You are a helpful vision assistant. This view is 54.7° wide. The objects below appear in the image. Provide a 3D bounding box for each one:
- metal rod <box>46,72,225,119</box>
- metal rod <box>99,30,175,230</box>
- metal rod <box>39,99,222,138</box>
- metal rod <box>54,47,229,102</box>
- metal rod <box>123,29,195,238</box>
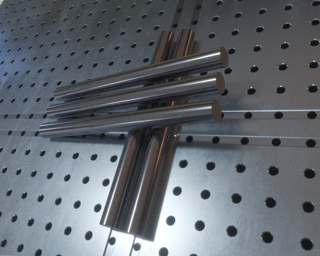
[{"bbox_3d":[-0.055,-0.039,0.433,0.300,0.025,0.025,-6,59,34],"label":"metal rod"},{"bbox_3d":[-0.024,-0.014,0.428,0.025,0.025,0.300,1,62,28],"label":"metal rod"},{"bbox_3d":[-0.062,-0.007,0.416,0.300,0.025,0.025,-5,59,35],"label":"metal rod"},{"bbox_3d":[-0.048,-0.070,0.448,0.300,0.025,0.025,-6,59,34],"label":"metal rod"},{"bbox_3d":[0.006,-0.011,0.411,0.025,0.025,0.300,1,62,28],"label":"metal rod"}]
